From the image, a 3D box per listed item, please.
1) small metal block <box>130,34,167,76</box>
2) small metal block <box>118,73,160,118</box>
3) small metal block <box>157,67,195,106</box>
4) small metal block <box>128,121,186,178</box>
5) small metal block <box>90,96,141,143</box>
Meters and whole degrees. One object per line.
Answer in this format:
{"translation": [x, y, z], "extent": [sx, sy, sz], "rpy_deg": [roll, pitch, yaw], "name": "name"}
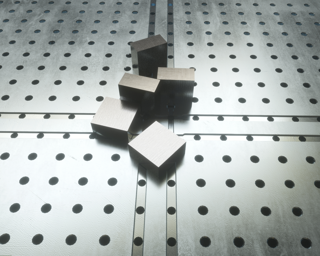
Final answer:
{"translation": [-0.017, -0.113, 0.486], "extent": [0.050, 0.050, 0.025], "rpy_deg": [-22, 54, -17], "name": "small metal block"}
{"translation": [-0.027, -0.045, 0.429], "extent": [0.050, 0.050, 0.025], "rpy_deg": [14, 52, 11], "name": "small metal block"}
{"translation": [0.022, -0.058, 0.440], "extent": [0.050, 0.050, 0.025], "rpy_deg": [2, 50, 2], "name": "small metal block"}
{"translation": [-0.003, 0.026, 0.386], "extent": [0.050, 0.025, 0.050], "rpy_deg": [35, 58, 25], "name": "small metal block"}
{"translation": [-0.058, -0.012, 0.418], "extent": [0.050, 0.025, 0.050], "rpy_deg": [13, 51, 10], "name": "small metal block"}
